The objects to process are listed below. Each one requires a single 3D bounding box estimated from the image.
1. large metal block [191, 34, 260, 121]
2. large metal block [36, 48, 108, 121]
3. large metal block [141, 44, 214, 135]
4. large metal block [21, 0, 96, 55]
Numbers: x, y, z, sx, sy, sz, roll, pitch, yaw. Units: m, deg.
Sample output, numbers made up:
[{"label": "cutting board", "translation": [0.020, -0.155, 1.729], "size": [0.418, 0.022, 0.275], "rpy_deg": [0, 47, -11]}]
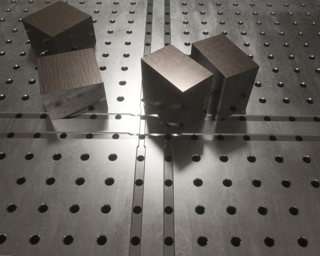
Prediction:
[{"label": "large metal block", "translation": [0.084, -0.071, 0.432], "size": [0.050, 0.080, 0.080], "rpy_deg": [-22, 54, -17]}, {"label": "large metal block", "translation": [-0.125, -0.064, 0.444], "size": [0.081, 0.050, 0.080], "rpy_deg": [-14, 52, -12]}, {"label": "large metal block", "translation": [0.020, -0.052, 0.416], "size": [0.050, 0.080, 0.080], "rpy_deg": [-32, 57, -24]}, {"label": "large metal block", "translation": [-0.170, -0.166, 0.529], "size": [0.080, 0.050, 0.080], "rpy_deg": [33, 57, 24]}]
